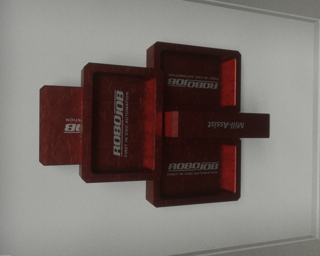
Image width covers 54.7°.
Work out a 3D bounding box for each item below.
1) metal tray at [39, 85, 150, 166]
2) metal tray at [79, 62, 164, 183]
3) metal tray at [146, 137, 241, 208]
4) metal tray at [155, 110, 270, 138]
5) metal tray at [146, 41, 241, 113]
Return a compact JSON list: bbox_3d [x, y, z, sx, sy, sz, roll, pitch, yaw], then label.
[{"bbox_3d":[-0.076,-0.003,0.377,0.131,0.030,0.089,0,90,-21],"label":"metal tray"},{"bbox_3d":[-0.044,-0.005,0.358,0.091,0.030,0.129,1,90,-21],"label":"metal tray"},{"bbox_3d":[0.048,0.056,0.425,0.131,0.030,0.089,1,90,-21],"label":"metal tray"},{"bbox_3d":[0.061,-0.004,0.397,0.131,0.090,0.030,1,90,-20],"label":"metal tray"},{"bbox_3d":[0.048,-0.064,0.425,0.131,0.030,0.089,1,90,-21],"label":"metal tray"}]
